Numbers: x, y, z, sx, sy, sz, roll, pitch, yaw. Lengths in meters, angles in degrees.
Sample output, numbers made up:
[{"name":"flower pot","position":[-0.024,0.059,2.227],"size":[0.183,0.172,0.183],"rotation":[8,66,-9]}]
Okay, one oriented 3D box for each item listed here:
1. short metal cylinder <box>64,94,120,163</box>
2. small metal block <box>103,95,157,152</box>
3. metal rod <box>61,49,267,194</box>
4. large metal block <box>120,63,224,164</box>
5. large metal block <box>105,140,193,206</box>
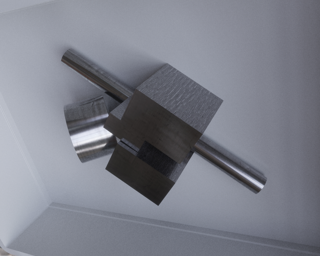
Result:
[{"name":"short metal cylinder","position":[-0.089,0.001,0.409],"size":[0.050,0.080,0.079],"rotation":[-17,116,-8]},{"name":"small metal block","position":[-0.030,-0.007,0.372],"size":[0.050,0.050,0.025],"rotation":[35,129,4]},{"name":"metal rod","position":[0.001,-0.012,0.399],"size":[0.301,0.025,0.025],"rotation":[34,129,5]},{"name":"large metal block","position":[0.015,-0.019,0.352],"size":[0.080,0.080,0.050],"rotation":[35,129,5]},{"name":"large metal block","position":[-0.009,0.038,0.399],"size":[0.080,0.080,0.050],"rotation":[34,129,5]}]
